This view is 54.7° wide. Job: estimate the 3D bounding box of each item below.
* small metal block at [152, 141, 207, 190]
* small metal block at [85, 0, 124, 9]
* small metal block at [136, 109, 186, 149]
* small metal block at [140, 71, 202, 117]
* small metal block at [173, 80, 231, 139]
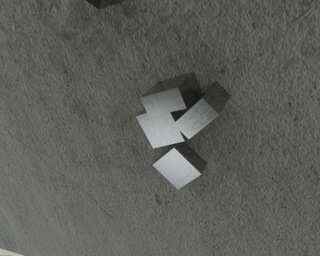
[{"bbox_3d":[0.027,0.050,0.423,0.050,0.025,0.050,44,129,-3],"label":"small metal block"},{"bbox_3d":[-0.067,-0.156,0.330,0.050,0.050,0.025,35,129,5],"label":"small metal block"},{"bbox_3d":[0.005,-0.005,0.401,0.050,0.025,0.050,-16,110,34],"label":"small metal block"},{"bbox_3d":[0.013,-0.039,0.359,0.050,0.050,0.025,-11,113,33],"label":"small metal block"},{"bbox_3d":[0.048,-0.021,0.352,0.025,0.050,0.050,45,129,-3],"label":"small metal block"}]
